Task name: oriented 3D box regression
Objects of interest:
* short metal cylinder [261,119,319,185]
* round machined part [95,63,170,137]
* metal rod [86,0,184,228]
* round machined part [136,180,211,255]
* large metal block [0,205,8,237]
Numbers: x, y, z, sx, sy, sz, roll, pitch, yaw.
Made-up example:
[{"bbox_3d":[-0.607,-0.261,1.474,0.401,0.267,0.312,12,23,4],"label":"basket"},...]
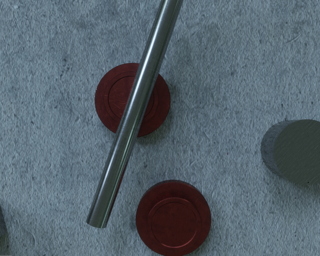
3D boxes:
[{"bbox_3d":[0.178,0.029,0.399,0.081,0.050,0.079,0,90,0],"label":"short metal cylinder"},{"bbox_3d":[-0.036,-0.036,0.401,0.099,0.042,0.097,0,90,0],"label":"round machined part"},{"bbox_3d":[-0.027,-0.028,0.367,0.025,0.025,0.299,19,90,0],"label":"metal rod"},{"bbox_3d":[0.018,0.119,0.402,0.099,0.042,0.097,0,90,0],"label":"round machined part"},{"bbox_3d":[-0.252,0.128,0.380,0.080,0.080,0.050,-15,90,0],"label":"large metal block"}]
